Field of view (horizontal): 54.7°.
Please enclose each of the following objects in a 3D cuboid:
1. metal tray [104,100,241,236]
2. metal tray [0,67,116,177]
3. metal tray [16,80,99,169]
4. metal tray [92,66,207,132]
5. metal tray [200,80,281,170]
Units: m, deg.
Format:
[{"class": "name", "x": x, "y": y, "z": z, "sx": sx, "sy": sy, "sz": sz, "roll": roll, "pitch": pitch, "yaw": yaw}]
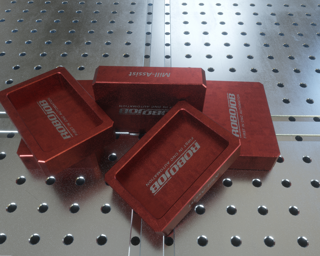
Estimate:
[{"class": "metal tray", "x": 0.015, "y": 0.041, "z": 0.346, "sx": 0.090, "sy": 0.030, "sz": 0.130, "roll": 39, "pitch": 77, "yaw": 27}, {"class": "metal tray", "x": -0.125, "y": -0.014, "z": 0.373, "sx": 0.091, "sy": 0.030, "sz": 0.130, "roll": -31, "pitch": 57, "yaw": -24}, {"class": "metal tray", "x": -0.123, "y": -0.009, "z": 0.411, "sx": 0.091, "sy": 0.030, "sz": 0.130, "roll": -1, "pitch": 51, "yaw": -1}, {"class": "metal tray", "x": -0.012, "y": -0.033, "z": 0.392, "sx": 0.131, "sy": 0.089, "sz": 0.030, "roll": 1, "pitch": 50, "yaw": 0}, {"class": "metal tray", "x": 0.098, "y": -0.008, "z": 0.411, "sx": 0.091, "sy": 0.030, "sz": 0.130, "roll": 2, "pitch": 50, "yaw": 1}]
